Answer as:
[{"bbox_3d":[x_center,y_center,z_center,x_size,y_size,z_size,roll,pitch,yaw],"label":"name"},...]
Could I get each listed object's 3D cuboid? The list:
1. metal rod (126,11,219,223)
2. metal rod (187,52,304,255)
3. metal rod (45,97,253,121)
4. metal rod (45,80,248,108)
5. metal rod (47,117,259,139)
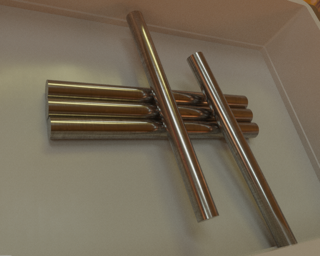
[{"bbox_3d":[0.008,-0.031,0.396,0.025,0.025,0.299,-5,64,-31],"label":"metal rod"},{"bbox_3d":[0.110,0.031,0.421,0.025,0.025,0.299,-17,78,-35],"label":"metal rod"},{"bbox_3d":[0.006,-0.020,0.421,0.303,0.025,0.025,1,62,-28],"label":"metal rod"},{"bbox_3d":[0.001,-0.042,0.432,0.303,0.025,0.025,1,62,-28],"label":"metal rod"},{"bbox_3d":[0.012,0.002,0.411,0.303,0.025,0.025,1,62,-28],"label":"metal rod"}]
